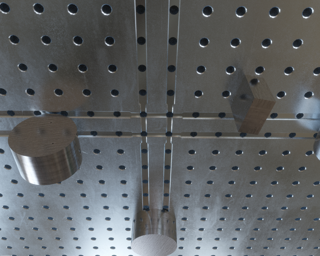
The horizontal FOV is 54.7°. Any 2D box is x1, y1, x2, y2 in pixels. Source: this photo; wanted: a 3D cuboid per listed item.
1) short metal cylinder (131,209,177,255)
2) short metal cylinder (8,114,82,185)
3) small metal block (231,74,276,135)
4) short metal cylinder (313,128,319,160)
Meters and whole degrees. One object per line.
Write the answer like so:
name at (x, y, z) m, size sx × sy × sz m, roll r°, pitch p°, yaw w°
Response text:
short metal cylinder at (-0.010, 0.190, 0.557) m, size 0.081 × 0.050 × 0.079 m, roll 0°, pitch 130°, yaw 0°
short metal cylinder at (-0.144, 0.026, 0.396) m, size 0.081 × 0.080 × 0.050 m, roll 1°, pitch 130°, yaw -1°
small metal block at (0.110, -0.028, 0.372) m, size 0.025 × 0.050 × 0.050 m, roll 9°, pitch 130°, yaw -8°
short metal cylinder at (0.243, 0.014, 0.390) m, size 0.080 × 0.080 × 0.050 m, roll -2°, pitch 130°, yaw 1°
